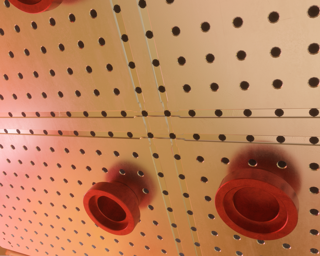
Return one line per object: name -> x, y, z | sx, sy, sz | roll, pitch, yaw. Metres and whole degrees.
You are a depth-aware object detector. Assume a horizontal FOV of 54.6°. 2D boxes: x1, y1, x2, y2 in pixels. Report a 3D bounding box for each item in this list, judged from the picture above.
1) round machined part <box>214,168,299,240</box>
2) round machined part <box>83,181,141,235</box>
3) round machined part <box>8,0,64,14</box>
round machined part -> 0.122, 0.090, 0.392 | 0.098, 0.042, 0.097 | 13, 124, 21
round machined part -> -0.076, 0.129, 0.521 | 0.098, 0.042, 0.097 | 13, 124, 21
round machined part -> -0.146, -0.188, 0.362 | 0.098, 0.042, 0.097 | 13, 124, 21
